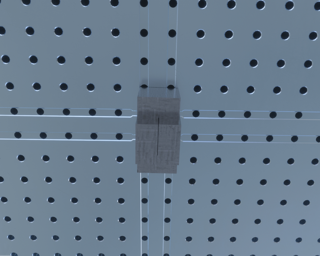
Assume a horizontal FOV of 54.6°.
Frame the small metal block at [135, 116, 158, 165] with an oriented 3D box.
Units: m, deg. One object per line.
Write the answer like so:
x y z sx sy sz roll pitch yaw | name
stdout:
-0.015 0.010 0.377 0.025 0.050 0.050 2 110 -1 | small metal block

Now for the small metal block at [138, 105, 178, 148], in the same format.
-0.003 -0.002 0.412 0.050 0.025 0.050 2 110 0 | small metal block

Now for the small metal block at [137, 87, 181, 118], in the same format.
-0.002 -0.033 0.387 0.050 0.050 0.025 2 110 -1 | small metal block

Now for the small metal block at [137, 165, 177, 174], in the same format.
-0.003 0.037 0.413 0.050 0.050 0.025 2 110 -1 | small metal block

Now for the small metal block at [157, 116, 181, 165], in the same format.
0.011 0.011 0.377 0.025 0.050 0.050 2 110 0 | small metal block
